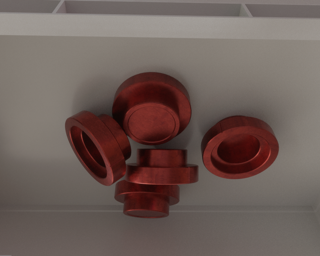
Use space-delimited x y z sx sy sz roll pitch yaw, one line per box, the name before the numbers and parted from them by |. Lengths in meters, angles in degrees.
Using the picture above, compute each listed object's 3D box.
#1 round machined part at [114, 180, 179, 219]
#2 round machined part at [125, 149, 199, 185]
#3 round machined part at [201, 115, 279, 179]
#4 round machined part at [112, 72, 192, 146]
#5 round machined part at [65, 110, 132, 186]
round machined part | -0.020 0.110 0.468 0.099 0.042 0.098 2 154 1
round machined part | 0.003 0.049 0.417 0.099 0.098 0.042 1 87 -2
round machined part | 0.104 0.022 0.418 0.099 0.042 0.097 -1 130 0
round machined part | -0.010 -0.016 0.384 0.099 0.042 0.097 -1 130 0
round machined part | -0.074 0.021 0.392 0.042 0.098 0.097 -33 140 -32
